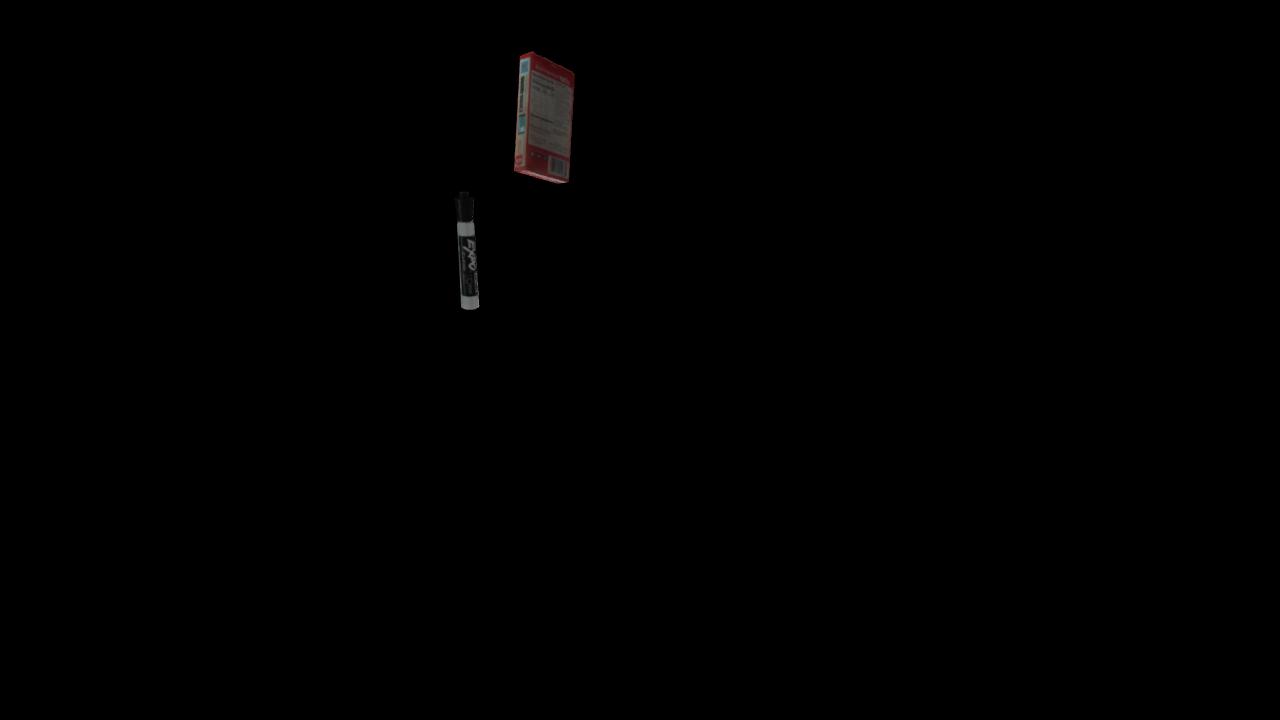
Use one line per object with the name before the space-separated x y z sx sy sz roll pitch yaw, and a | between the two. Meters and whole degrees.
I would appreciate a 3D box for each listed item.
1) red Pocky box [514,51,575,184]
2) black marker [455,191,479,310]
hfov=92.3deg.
red Pocky box | -0.131 -0.329 0.847 0.028 0.155 0.083 6 4 40
black marker | -0.177 -0.111 0.630 0.020 0.121 0.020 3 26 -2
